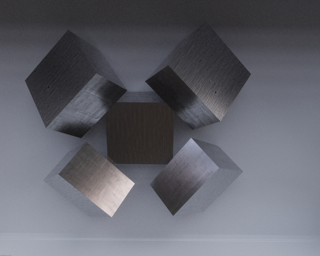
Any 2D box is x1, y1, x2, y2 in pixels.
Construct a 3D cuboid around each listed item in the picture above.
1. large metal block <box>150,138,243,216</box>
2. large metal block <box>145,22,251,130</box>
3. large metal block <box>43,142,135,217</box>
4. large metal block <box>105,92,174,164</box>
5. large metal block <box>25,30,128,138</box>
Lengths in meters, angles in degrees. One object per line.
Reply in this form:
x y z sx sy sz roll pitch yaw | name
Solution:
0.048 0.064 0.397 0.080 0.050 0.080 -50 148 15 | large metal block
0.045 -0.057 0.353 0.080 0.050 0.080 45 61 -14 | large metal block
-0.093 0.070 0.399 0.080 0.050 0.080 44 148 -15 | large metal block
-0.024 -0.001 0.395 0.081 0.050 0.079 1 110 -1 | large metal block
-0.097 -0.049 0.353 0.080 0.080 0.050 -44 148 14 | large metal block
